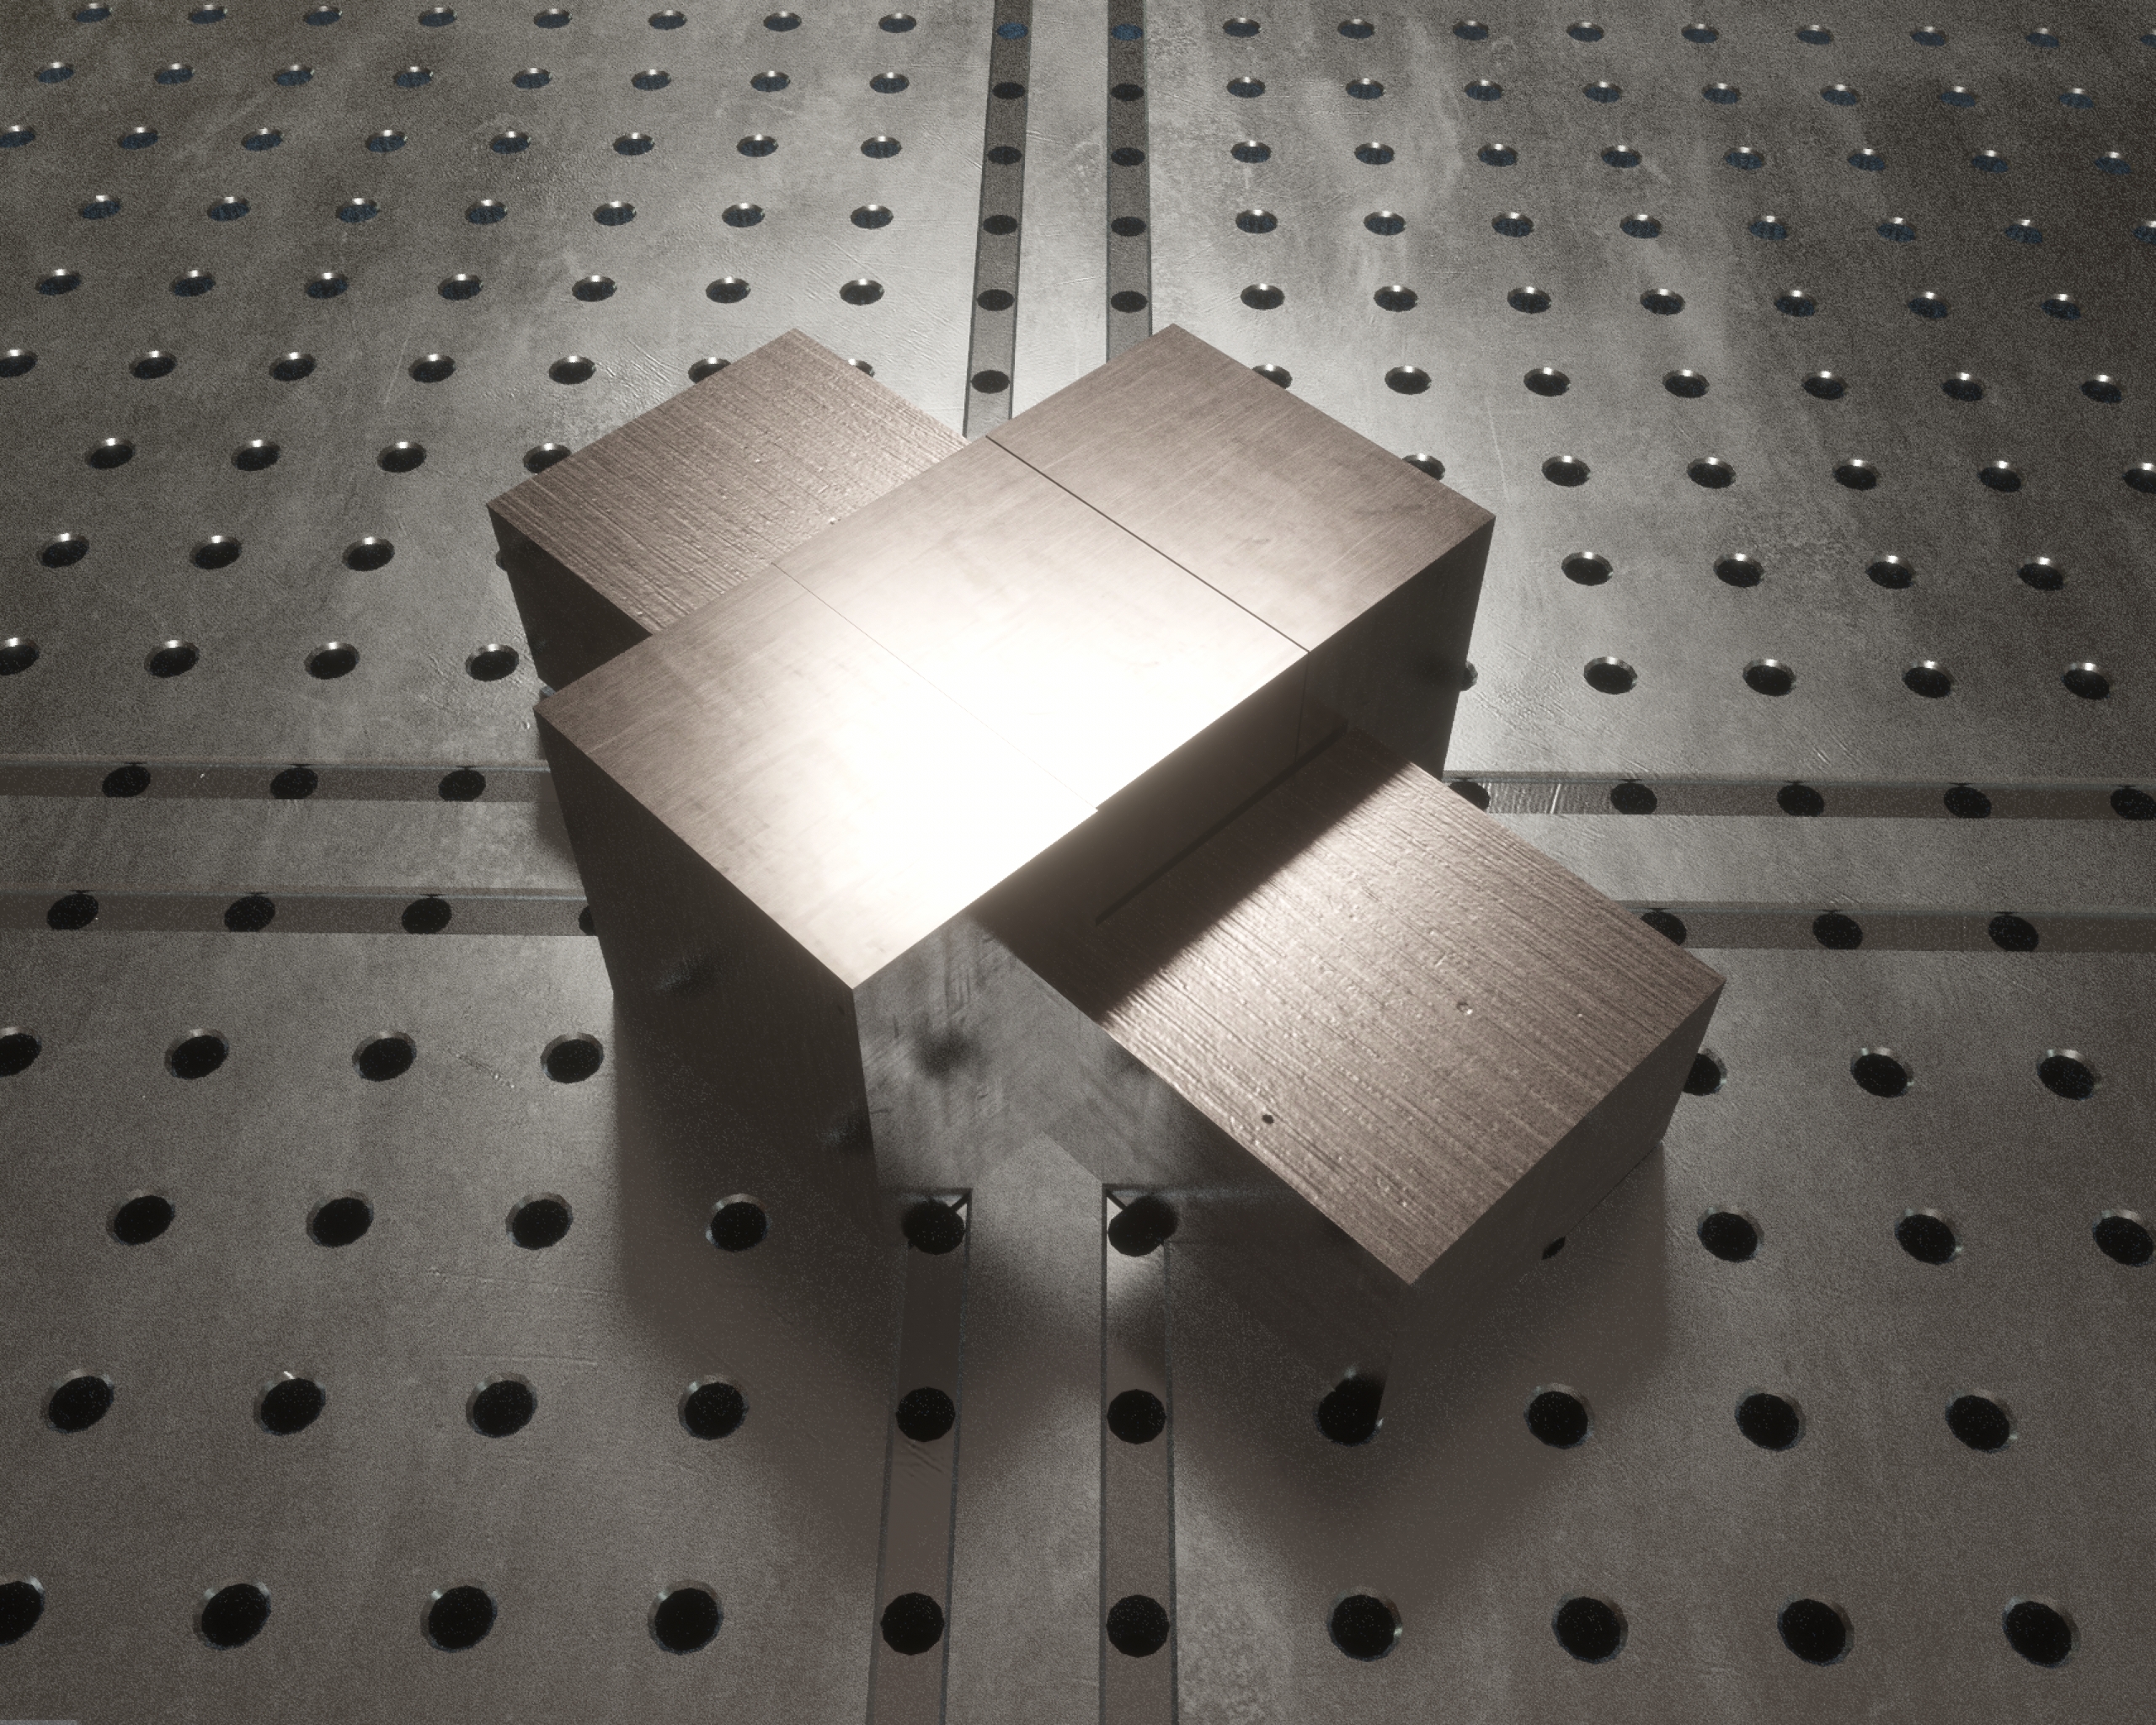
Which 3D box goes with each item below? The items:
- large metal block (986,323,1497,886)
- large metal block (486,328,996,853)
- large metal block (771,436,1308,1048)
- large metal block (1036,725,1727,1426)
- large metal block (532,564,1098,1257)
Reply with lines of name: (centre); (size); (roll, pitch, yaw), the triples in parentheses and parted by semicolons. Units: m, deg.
large metal block: (0.029, -0.045, 0.411); (0.050, 0.080, 0.080); (-37, 60, -27)
large metal block: (-0.061, -0.056, 0.435); (0.080, 0.050, 0.080); (37, 60, 26)
large metal block: (-0.008, -0.019, 0.388); (0.050, 0.080, 0.080); (-37, 60, -27)
large metal block: (0.050, 0.034, 0.363); (0.080, 0.050, 0.080); (-37, 60, -26)
large metal block: (-0.043, 0.009, 0.365); (0.050, 0.080, 0.080); (-37, 60, -27)
